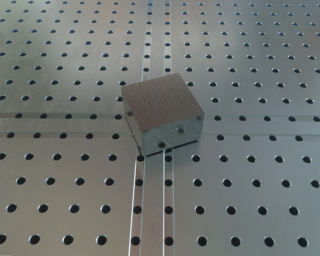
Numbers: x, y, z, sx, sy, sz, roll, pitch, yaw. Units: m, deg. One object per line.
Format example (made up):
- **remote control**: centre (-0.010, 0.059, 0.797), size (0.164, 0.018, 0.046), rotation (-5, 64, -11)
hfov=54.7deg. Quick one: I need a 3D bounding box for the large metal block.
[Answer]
- **large metal block**: centre (0.002, -0.019, 0.404), size (0.081, 0.050, 0.080), rotation (-16, 52, -14)
